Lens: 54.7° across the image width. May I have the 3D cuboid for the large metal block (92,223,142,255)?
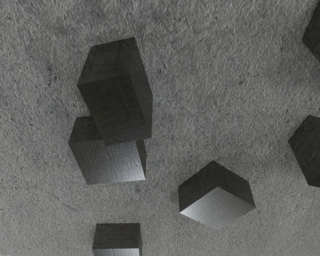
[{"bbox_3d":[-0.076,0.223,0.580,0.080,0.050,0.079,-1,130,0],"label":"large metal block"}]

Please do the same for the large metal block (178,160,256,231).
[{"bbox_3d":[0.086,0.107,0.483,0.080,0.050,0.080,31,123,-24],"label":"large metal block"}]

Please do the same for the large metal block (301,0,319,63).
[{"bbox_3d":[0.199,-0.086,0.299,0.081,0.080,0.050,5,130,-5],"label":"large metal block"}]

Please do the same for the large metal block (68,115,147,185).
[{"bbox_3d":[-0.065,0.028,0.414,0.080,0.050,0.080,-6,130,5],"label":"large metal block"}]

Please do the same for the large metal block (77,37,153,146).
[{"bbox_3d":[-0.043,-0.040,0.336,0.050,0.080,0.080,-10,130,9],"label":"large metal block"}]

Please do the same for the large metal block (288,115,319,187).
[{"bbox_3d":[0.228,0.035,0.403,0.081,0.080,0.050,13,129,-11],"label":"large metal block"}]
